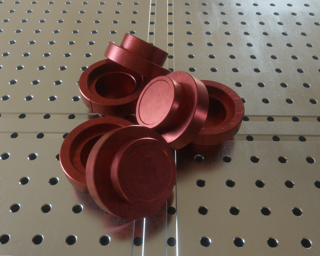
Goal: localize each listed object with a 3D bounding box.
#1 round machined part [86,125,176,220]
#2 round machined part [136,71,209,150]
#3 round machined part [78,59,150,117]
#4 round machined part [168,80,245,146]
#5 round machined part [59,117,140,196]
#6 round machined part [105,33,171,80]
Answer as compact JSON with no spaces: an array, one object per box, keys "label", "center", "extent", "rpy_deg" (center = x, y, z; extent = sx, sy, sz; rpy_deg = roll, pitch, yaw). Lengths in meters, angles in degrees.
[{"label":"round machined part","center":[-0.022,0.045,0.322],"extent":[0.099,0.042,0.098],"rpy_deg":[5,82,-33]},{"label":"round machined part","center":[0.008,-0.025,0.378],"extent":[0.042,0.098,0.098],"rpy_deg":[22,37,-39]},{"label":"round machined part","center":[-0.062,-0.053,0.440],"extent":[0.099,0.042,0.098],"rpy_deg":[0,50,0]},{"label":"round machined part","center":[0.058,-0.016,0.410],"extent":[0.099,0.042,0.098],"rpy_deg":[0,50,0]},{"label":"round machined part","center":[-0.063,0.036,0.365],"extent":[0.099,0.042,0.098],"rpy_deg":[0,50,0]},{"label":"round machined part","center":[-0.027,-0.103,0.448],"extent":[0.098,0.042,0.098],"rpy_deg":[25,11,-5]}]
